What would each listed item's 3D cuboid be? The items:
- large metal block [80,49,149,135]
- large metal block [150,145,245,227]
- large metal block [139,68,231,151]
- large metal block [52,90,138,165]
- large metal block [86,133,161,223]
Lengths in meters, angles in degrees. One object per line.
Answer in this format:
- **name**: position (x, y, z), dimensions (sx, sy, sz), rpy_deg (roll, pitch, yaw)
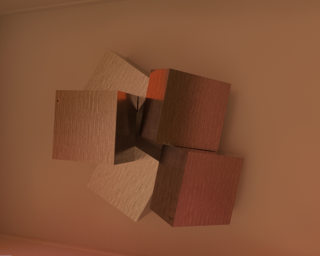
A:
- **large metal block**: position (-0.049, -0.045, 0.412), dimensions (0.080, 0.050, 0.080), rpy_deg (38, 102, 15)
- **large metal block**: position (0.042, 0.064, 0.357), dimensions (0.050, 0.081, 0.079), rpy_deg (18, 97, 58)
- **large metal block**: position (0.028, -0.021, 0.362), dimensions (0.081, 0.050, 0.079), rpy_deg (9, 94, -26)
- **large metal block**: position (-0.076, -0.002, 0.367), dimensions (0.080, 0.050, 0.079), rpy_deg (3, 90, 20)
- **large metal block**: position (-0.034, 0.060, 0.404), dimensions (0.080, 0.050, 0.080), rpy_deg (31, 100, 17)
